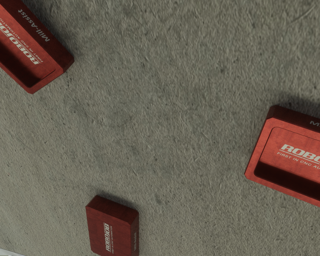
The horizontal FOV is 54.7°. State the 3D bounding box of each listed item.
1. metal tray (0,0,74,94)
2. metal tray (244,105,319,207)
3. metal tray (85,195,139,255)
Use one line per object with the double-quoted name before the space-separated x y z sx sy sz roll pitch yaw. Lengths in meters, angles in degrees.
"metal tray" -0.191 -0.114 0.413 0.090 0.030 0.130 -21 122 36
"metal tray" 0.169 0.038 0.337 0.130 0.030 0.089 21 126 15
"metal tray" -0.085 0.191 0.567 0.090 0.030 0.129 15 125 19
